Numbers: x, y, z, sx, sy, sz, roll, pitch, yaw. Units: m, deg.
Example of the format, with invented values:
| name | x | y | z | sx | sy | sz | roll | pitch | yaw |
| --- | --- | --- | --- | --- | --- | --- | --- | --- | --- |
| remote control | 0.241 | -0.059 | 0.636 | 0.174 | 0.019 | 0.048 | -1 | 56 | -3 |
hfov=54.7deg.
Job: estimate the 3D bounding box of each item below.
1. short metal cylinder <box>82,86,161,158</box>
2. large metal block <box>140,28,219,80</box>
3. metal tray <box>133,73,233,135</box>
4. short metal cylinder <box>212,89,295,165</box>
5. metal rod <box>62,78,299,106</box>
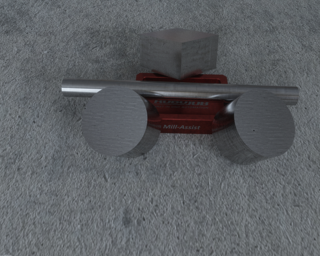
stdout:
| name | x | y | z | sx | sy | sz | roll | pitch | yaw |
| --- | --- | --- | --- | --- | --- | --- | --- | --- | --- |
| short metal cylinder | -0.044 | -0.005 | 0.369 | 0.080 | 0.050 | 0.080 | -3 | 81 | 17 |
| large metal block | 0.028 | -0.112 | 0.455 | 0.080 | 0.050 | 0.081 | 24 | 36 | 39 |
| metal tray | 0.030 | -0.036 | 0.432 | 0.131 | 0.030 | 0.090 | 2 | 50 | 1 |
| short metal cylinder | 0.110 | 0.000 | 0.368 | 0.081 | 0.050 | 0.080 | 6 | 72 | -18 |
| metal rod | 0.025 | -0.048 | 0.406 | 0.302 | 0.025 | 0.025 | 2 | 50 | 2 |
